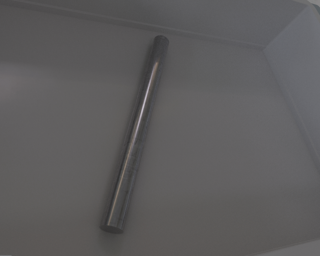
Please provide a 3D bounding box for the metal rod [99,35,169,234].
[{"bbox_3d":[-0.024,-0.016,0.402,0.025,0.025,0.300,23,53,-15],"label":"metal rod"}]
